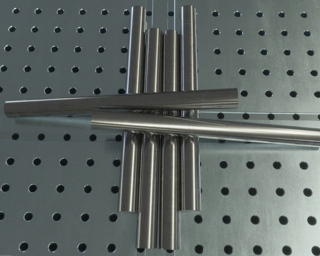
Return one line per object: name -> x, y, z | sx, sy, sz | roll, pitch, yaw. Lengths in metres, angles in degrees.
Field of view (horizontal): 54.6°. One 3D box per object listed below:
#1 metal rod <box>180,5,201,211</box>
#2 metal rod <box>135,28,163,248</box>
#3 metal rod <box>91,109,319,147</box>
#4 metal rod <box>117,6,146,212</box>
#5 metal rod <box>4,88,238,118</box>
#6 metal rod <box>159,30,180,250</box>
metal rod -> 0.040, -0.040, 0.426 | 0.025, 0.025, 0.299 | 1, 70, 0
metal rod -> -0.012, -0.001, 0.411 | 0.025, 0.025, 0.299 | 1, 70, 0
metal rod -> 0.069, 0.002, 0.390 | 0.302, 0.025, 0.025 | 5, 70, -8
metal rod -> -0.036, -0.039, 0.425 | 0.025, 0.025, 0.299 | 1, 70, 0
metal rod -> -0.055, -0.031, 0.398 | 0.301, 0.025, 0.025 | -2, 70, 9
metal rod -> 0.014, 0.001, 0.412 | 0.025, 0.025, 0.299 | 1, 70, 0
